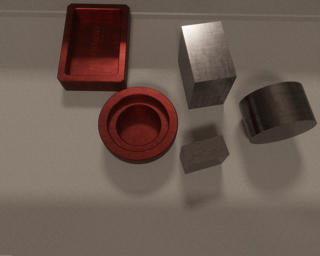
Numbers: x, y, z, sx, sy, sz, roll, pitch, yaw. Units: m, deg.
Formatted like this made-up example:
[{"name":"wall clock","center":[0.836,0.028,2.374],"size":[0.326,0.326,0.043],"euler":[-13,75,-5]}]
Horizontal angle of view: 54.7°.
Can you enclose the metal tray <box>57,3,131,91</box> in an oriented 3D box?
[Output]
[{"name":"metal tray","center":[-0.092,-0.118,0.448],"size":[0.091,0.030,0.130],"euler":[1,70,0]}]

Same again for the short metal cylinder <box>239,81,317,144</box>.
[{"name":"short metal cylinder","center":[0.146,-0.017,0.388],"size":[0.081,0.080,0.050],"euler":[-10,71,-4]}]

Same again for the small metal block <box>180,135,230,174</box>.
[{"name":"small metal block","center":[0.053,0.034,0.385],"size":[0.050,0.050,0.025],"euler":[-15,71,-6]}]

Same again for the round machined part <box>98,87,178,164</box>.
[{"name":"round machined part","center":[-0.027,0.000,0.400],"size":[0.099,0.042,0.098],"euler":[0,70,-1]}]

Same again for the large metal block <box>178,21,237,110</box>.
[{"name":"large metal block","center":[0.058,-0.080,0.410],"size":[0.050,0.080,0.080],"euler":[-9,71,-4]}]
